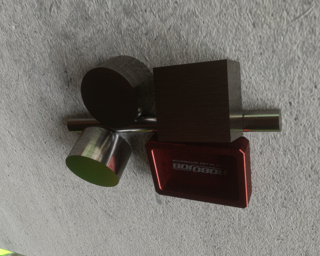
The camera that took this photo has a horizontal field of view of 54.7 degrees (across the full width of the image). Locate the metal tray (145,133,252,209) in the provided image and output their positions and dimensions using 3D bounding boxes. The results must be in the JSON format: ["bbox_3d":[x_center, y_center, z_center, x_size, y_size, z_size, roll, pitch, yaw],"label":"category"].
[{"bbox_3d":[0.051,0.053,0.410,0.130,0.030,0.089,3,120,26],"label":"metal tray"}]

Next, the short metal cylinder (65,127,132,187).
[{"bbox_3d":[-0.088,0.043,0.449,0.080,0.050,0.080,14,144,11],"label":"short metal cylinder"}]

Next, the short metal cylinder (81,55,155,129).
[{"bbox_3d":[-0.051,-0.046,0.391,0.080,0.050,0.079,13,123,21],"label":"short metal cylinder"}]

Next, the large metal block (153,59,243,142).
[{"bbox_3d":[0.042,-0.028,0.336,0.080,0.050,0.079,-1,97,28],"label":"large metal block"}]

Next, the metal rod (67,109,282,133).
[{"bbox_3d":[-0.002,-0.007,0.407,0.300,0.025,0.025,-1,118,28],"label":"metal rod"}]
